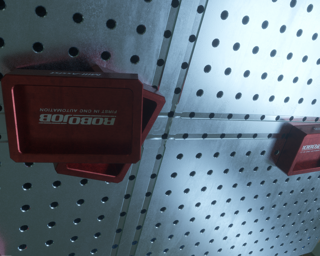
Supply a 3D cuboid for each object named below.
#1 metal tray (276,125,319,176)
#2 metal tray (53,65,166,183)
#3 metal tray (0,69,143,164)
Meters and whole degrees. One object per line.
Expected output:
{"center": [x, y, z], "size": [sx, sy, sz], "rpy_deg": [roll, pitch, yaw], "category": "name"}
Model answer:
{"center": [0.292, 0.040, 0.590], "size": [0.131, 0.030, 0.089], "rpy_deg": [-3, 120, -27], "category": "metal tray"}
{"center": [-0.062, 0.001, 0.373], "size": [0.091, 0.030, 0.129], "rpy_deg": [18, 109, -35], "category": "metal tray"}
{"center": [-0.084, -0.011, 0.317], "size": [0.131, 0.030, 0.089], "rpy_deg": [1, 110, -6], "category": "metal tray"}
